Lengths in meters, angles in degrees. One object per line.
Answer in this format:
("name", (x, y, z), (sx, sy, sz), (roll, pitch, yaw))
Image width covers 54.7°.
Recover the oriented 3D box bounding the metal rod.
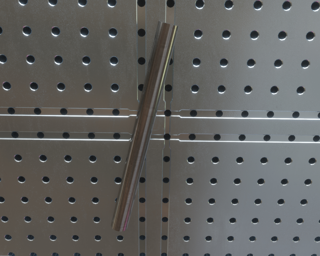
("metal rod", (-0.025, 0.012, 0.417), (0.025, 0.025, 0.298), (13, 110, -5))
